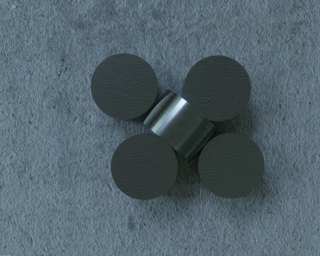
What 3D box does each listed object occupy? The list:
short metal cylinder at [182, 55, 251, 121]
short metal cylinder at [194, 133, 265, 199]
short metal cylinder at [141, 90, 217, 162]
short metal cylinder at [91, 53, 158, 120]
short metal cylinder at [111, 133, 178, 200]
[{"bbox_3d":[0.070,-0.048,0.398,0.081,0.050,0.079,0,90,-1],"label":"short metal cylinder"},{"bbox_3d":[0.086,0.045,0.399,0.081,0.050,0.079,0,90,-1],"label":"short metal cylinder"},{"bbox_3d":[0.023,-0.003,0.384,0.080,0.080,0.050,40,90,-1],"label":"short metal cylinder"},{"bbox_3d":[-0.043,-0.050,0.397,0.081,0.050,0.079,0,90,-1],"label":"short metal cylinder"},{"bbox_3d":[-0.019,0.047,0.397,0.081,0.050,0.079,0,90,-1],"label":"short metal cylinder"}]
